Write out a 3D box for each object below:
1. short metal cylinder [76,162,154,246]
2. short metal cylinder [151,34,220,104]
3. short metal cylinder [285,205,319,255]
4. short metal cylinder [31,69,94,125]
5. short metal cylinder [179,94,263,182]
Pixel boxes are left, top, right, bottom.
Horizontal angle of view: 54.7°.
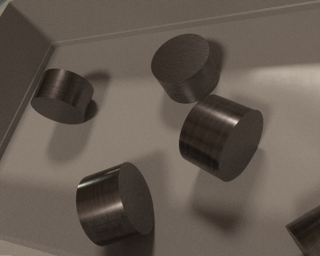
[{"bbox_3d":[-0.047,0.084,0.343,0.050,0.080,0.080,-21,54,15],"label":"short metal cylinder"},{"bbox_3d":[0.035,-0.080,0.419,0.080,0.050,0.080,-13,56,20],"label":"short metal cylinder"},{"bbox_3d":[0.143,0.098,0.236,0.050,0.080,0.080,-34,52,6],"label":"short metal cylinder"},{"bbox_3d":[-0.148,-0.046,0.474,0.080,0.080,0.050,-2,61,27],"label":"short metal cylinder"},{"bbox_3d":[0.066,0.010,0.329,0.050,0.080,0.080,27,77,37],"label":"short metal cylinder"}]
